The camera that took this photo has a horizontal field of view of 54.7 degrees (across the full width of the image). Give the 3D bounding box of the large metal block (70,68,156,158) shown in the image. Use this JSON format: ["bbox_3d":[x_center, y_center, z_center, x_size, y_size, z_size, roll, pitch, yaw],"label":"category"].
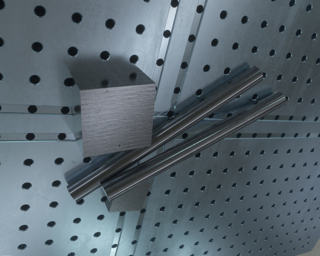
[{"bbox_3d":[-0.054,-0.019,0.353,0.081,0.050,0.079,-9,122,-24],"label":"large metal block"}]

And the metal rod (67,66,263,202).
[{"bbox_3d":[0.012,0.004,0.419,0.301,0.025,0.025,-33,129,-7],"label":"metal rod"}]

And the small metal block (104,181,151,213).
[{"bbox_3d":[-0.047,0.091,0.442,0.050,0.025,0.050,5,116,-31],"label":"small metal block"}]

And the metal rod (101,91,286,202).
[{"bbox_3d":[0.059,0.018,0.438,0.302,0.025,0.025,-27,128,-18],"label":"metal rod"}]
